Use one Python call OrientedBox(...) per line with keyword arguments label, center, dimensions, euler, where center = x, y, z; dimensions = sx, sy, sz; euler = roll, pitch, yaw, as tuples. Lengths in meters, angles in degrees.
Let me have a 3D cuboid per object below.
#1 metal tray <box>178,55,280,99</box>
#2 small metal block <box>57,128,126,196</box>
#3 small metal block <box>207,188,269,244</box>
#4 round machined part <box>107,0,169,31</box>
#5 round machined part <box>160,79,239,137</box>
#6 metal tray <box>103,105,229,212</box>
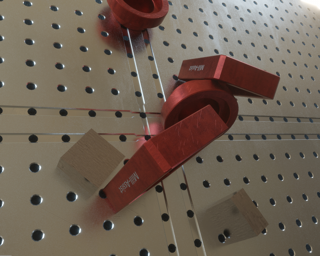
OrientedBox(label="metal tray", center=(0.091, -0.071, 0.438), dimensions=(0.091, 0.130, 0.030), euler=(16, 94, -19))
OrientedBox(label="small metal block", center=(-0.076, 0.037, 0.344), dimensions=(0.050, 0.025, 0.050), euler=(40, 51, -1))
OrientedBox(label="small metal block", center=(0.093, 0.108, 0.376), dimensions=(0.025, 0.050, 0.050), euler=(-26, 76, -37))
OrientedBox(label="round machined part", center=(-0.039, -0.196, 0.496), dimensions=(0.099, 0.042, 0.098), euler=(14, 56, -21))
OrientedBox(label="round machined part", center=(0.048, -0.024, 0.405), dimensions=(0.099, 0.097, 0.042), euler=(6, 41, -25))
OrientedBox(label="metal tray", center=(0.001, 0.035, 0.320), dimensions=(0.091, 0.129, 0.030), euler=(-30, 79, -37))
